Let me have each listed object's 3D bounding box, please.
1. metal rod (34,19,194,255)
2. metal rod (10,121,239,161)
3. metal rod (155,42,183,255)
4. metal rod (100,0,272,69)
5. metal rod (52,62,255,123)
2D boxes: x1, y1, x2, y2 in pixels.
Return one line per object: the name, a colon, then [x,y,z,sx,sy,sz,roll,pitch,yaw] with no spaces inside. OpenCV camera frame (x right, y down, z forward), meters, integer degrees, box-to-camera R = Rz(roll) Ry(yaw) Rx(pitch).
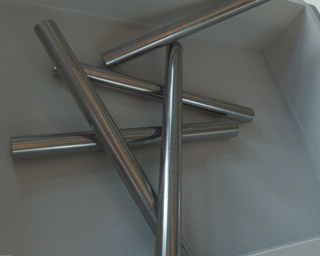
metal rod: [-0.051,0.016,0.338,0.025,0.025,0.299,-30,88,-38]
metal rod: [-0.020,0.011,0.389,0.303,0.025,0.025,-4,64,-31]
metal rod: [0.015,0.002,0.375,0.025,0.025,0.300,18,52,-19]
metal rod: [0.056,-0.155,0.454,0.302,0.025,0.025,-26,75,-12]
metal rod: [0.007,-0.048,0.440,0.302,0.025,0.025,12,57,-22]
